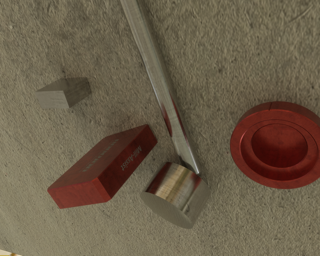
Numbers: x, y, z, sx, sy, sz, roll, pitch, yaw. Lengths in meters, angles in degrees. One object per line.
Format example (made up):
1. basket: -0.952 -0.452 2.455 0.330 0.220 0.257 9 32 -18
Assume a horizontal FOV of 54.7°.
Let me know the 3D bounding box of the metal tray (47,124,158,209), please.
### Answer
1. metal tray: -0.070 0.047 0.403 0.090 0.131 0.030 -16 110 34

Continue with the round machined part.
1. round machined part: 0.130 0.015 0.336 0.098 0.042 0.097 13 124 20

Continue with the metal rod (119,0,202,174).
1. metal rod: -0.006 -0.072 0.363 0.025 0.025 0.298 -8 115 31

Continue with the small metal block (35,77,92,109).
1. small metal block: -0.132 -0.049 0.428 0.050 0.050 0.025 2 119 27

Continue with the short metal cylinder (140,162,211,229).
1. short metal cylinder: 0.021 0.091 0.416 0.080 0.050 0.080 27 151 17
